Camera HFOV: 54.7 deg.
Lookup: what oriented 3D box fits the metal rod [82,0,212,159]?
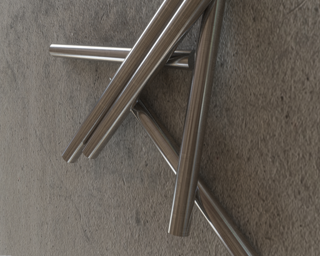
[{"bbox_3d":[-0.020,-0.064,0.383,0.298,0.025,0.025,-50,61,29],"label":"metal rod"}]

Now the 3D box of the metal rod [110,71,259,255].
[{"bbox_3d":[0.017,0.034,0.389,0.025,0.025,0.300,-50,61,28],"label":"metal rod"}]

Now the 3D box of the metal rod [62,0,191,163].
[{"bbox_3d":[-0.057,-0.055,0.415,0.298,0.025,0.025,-50,61,28],"label":"metal rod"}]

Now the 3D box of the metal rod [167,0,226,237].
[{"bbox_3d":[0.044,-0.031,0.347,0.025,0.025,0.298,8,89,39],"label":"metal rod"}]

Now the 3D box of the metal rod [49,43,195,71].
[{"bbox_3d":[-0.073,-0.110,0.462,0.300,0.025,0.025,14,99,38],"label":"metal rod"}]
